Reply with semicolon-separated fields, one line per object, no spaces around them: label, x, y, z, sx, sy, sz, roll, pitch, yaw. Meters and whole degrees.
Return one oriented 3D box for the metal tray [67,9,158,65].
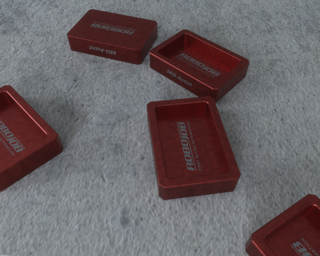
metal tray;-0.079;-0.159;0.533;0.131;0.030;0.090;14;51;11

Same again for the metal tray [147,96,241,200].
metal tray;0.036;0.019;0.384;0.091;0.030;0.130;-6;50;-6

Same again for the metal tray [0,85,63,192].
metal tray;-0.198;0.007;0.391;0.091;0.030;0.130;-36;59;-27

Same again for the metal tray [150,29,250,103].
metal tray;0.059;-0.101;0.485;0.130;0.030;0.090;35;58;25

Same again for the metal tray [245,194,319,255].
metal tray;0.157;0.136;0.287;0.091;0.030;0.130;-26;55;-21
